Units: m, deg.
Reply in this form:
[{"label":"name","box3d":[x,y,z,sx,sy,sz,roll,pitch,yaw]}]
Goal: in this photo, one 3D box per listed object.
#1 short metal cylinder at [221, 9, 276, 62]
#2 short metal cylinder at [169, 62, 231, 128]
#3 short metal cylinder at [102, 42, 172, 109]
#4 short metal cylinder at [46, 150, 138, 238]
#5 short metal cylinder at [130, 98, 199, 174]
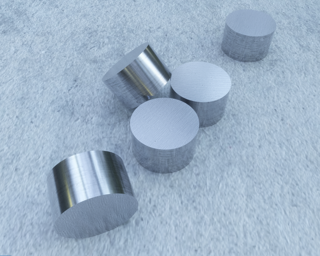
[{"label":"short metal cylinder","box3d":[0.147,-0.155,0.519,0.081,0.050,0.080,0,50,0]},{"label":"short metal cylinder","box3d":[0.053,-0.047,0.427,0.081,0.050,0.080,0,50,0]},{"label":"short metal cylinder","box3d":[-0.031,-0.071,0.420,0.080,0.050,0.080,-33,23,16]},{"label":"short metal cylinder","box3d":[-0.068,0.067,0.310,0.081,0.080,0.050,-16,52,-13]},{"label":"short metal cylinder","box3d":[0.005,0.009,0.380,0.081,0.050,0.080,0,50,0]}]
